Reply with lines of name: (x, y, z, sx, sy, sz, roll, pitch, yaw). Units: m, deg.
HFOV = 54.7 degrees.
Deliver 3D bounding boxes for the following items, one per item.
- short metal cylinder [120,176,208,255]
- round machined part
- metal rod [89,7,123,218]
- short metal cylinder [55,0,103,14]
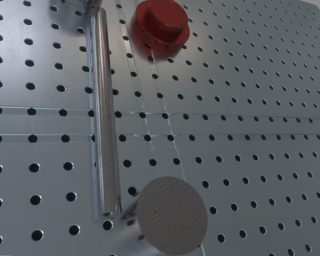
short metal cylinder: (0.004, 0.099, 0.334, 0.081, 0.050, 0.080, 14, 56, -21)
round machined part: (0.007, -0.175, 0.508, 0.099, 0.042, 0.098, 14, 56, -21)
metal rod: (-0.072, -0.040, 0.393, 0.025, 0.025, 0.299, 6, 59, -26)
short metal cylinder: (-0.120, -0.219, 0.461, 0.081, 0.050, 0.080, 14, 56, -21)
